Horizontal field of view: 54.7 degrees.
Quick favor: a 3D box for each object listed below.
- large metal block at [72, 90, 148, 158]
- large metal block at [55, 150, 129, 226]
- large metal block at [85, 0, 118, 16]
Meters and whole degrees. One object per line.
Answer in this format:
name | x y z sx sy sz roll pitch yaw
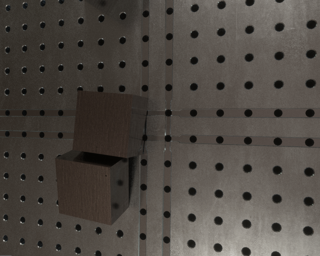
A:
large metal block | -0.067 -0.006 0.422 0.080 0.050 0.079 6 92 19
large metal block | -0.090 0.076 0.421 0.080 0.050 0.079 7 106 19
large metal block | -0.086 -0.210 0.412 0.050 0.080 0.080 37 102 16
